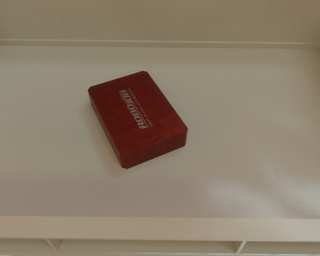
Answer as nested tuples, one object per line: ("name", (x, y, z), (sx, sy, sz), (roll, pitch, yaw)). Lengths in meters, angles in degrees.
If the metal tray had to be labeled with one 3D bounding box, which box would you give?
("metal tray", (-0.033, -0.017, 0.416), (0.091, 0.030, 0.130), (-20, 53, -17))
